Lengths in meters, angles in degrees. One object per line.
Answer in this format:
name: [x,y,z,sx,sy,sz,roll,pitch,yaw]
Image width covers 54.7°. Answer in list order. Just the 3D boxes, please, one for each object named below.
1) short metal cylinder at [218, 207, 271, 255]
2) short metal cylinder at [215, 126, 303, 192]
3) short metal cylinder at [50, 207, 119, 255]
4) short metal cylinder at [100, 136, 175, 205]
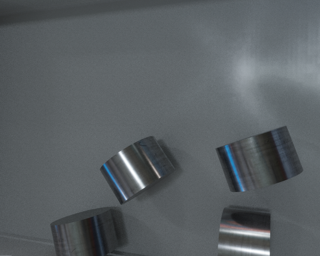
short metal cylinder: [0.096,0.132,0.347,0.050,0.080,0.079,1,91,20]
short metal cylinder: [0.108,0.034,0.343,0.080,0.080,0.050,-20,84,18]
short metal cylinder: [-0.100,0.142,0.415,0.080,0.080,0.050,-15,85,19]
short metal cylinder: [-0.027,0.053,0.390,0.080,0.080,0.050,-37,79,16]
